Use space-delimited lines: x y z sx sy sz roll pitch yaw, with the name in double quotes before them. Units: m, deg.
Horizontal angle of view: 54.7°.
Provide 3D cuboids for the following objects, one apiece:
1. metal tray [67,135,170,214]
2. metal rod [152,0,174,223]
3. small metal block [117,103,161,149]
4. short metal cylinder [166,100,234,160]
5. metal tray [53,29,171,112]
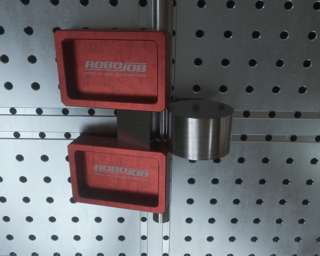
"metal tray" -0.053 0.061 0.414 0.131 0.030 0.089 5 111 11
"metal rod" 0.002 -0.007 0.406 0.025 0.025 0.298 0 110 0
"small metal block" -0.027 -0.006 0.396 0.050 0.025 0.050 13 113 29
"short metal cylinder" 0.048 0.000 0.381 0.081 0.080 0.050 0 110 0
"metal tray" -0.054 -0.069 0.366 0.131 0.030 0.089 4 111 11
